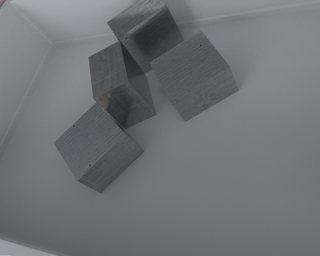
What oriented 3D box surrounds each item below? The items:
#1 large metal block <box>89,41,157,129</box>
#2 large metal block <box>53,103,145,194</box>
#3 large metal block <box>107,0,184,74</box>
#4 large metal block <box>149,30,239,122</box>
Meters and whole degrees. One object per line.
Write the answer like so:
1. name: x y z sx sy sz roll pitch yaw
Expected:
1. large metal block: -0.052 -0.058 0.432 0.050 0.080 0.080 -24 53 13
2. large metal block: -0.082 0.026 0.415 0.080 0.050 0.080 -44 51 -3
3. large metal block: -0.018 -0.141 0.465 0.080 0.080 0.050 -35 52 5
4. large metal block: 0.044 -0.068 0.408 0.080 0.050 0.080 -31 52 8
